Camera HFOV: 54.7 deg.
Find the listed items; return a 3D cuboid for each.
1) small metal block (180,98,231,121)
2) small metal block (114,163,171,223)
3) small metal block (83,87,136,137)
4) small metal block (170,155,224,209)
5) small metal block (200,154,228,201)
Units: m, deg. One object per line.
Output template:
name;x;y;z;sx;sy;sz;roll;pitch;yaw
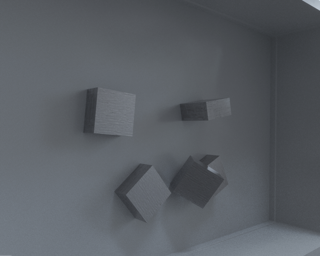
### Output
small metal block;0.065;-0.027;0.445;0.050;0.050;0.025;-13;99;-39
small metal block;-0.020;0.081;0.390;0.050;0.025;0.050;-46;118;-30
small metal block;-0.058;-0.017;0.358;0.050;0.025;0.050;7;86;-40
small metal block;0.050;0.074;0.426;0.050;0.025;0.050;32;98;-14
small metal block;0.072;0.074;0.467;0.050;0.025;0.050;-31;109;-36
